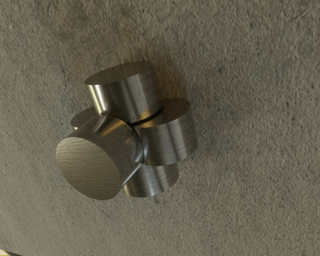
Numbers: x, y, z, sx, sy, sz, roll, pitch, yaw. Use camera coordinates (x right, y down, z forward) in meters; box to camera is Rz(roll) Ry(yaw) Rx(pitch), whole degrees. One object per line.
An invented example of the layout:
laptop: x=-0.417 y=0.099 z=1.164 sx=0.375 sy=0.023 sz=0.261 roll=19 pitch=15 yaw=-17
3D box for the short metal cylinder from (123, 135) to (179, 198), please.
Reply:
short metal cylinder: x=-0.019 y=0.046 z=0.410 sx=0.080 sy=0.080 sz=0.050 roll=0 pitch=118 yaw=28

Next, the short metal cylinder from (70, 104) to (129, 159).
short metal cylinder: x=-0.070 y=0.003 z=0.410 sx=0.080 sy=0.080 sz=0.050 roll=-1 pitch=118 yaw=28

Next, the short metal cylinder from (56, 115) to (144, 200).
short metal cylinder: x=-0.065 y=0.032 z=0.341 sx=0.080 sy=0.050 sz=0.079 roll=13 pitch=124 yaw=20

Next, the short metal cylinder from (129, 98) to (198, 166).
short metal cylinder: x=0.002 y=0.002 z=0.372 sx=0.080 sy=0.080 sz=0.050 roll=0 pitch=118 yaw=28

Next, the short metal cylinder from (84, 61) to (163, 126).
short metal cylinder: x=-0.042 y=-0.043 z=0.367 sx=0.080 sy=0.080 sz=0.050 roll=-2 pitch=118 yaw=28
